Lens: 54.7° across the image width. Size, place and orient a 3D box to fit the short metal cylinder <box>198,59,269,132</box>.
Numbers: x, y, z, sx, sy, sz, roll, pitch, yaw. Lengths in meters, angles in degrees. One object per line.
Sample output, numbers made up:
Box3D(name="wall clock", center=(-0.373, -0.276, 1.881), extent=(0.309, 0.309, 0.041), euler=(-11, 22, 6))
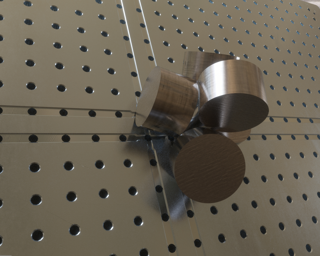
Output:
Box3D(name="short metal cylinder", center=(0.087, -0.037, 0.376), extent=(0.081, 0.080, 0.050), euler=(16, 55, -19))

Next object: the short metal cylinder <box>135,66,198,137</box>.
Box3D(name="short metal cylinder", center=(0.007, -0.033, 0.396), extent=(0.050, 0.080, 0.080), euler=(17, 55, -18))

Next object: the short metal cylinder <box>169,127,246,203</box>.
Box3D(name="short metal cylinder", center=(0.054, 0.042, 0.368), extent=(0.081, 0.050, 0.079), euler=(-1, 98, -5))

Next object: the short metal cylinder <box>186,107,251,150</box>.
Box3D(name="short metal cylinder", center=(0.079, -0.004, 0.435), extent=(0.081, 0.050, 0.080), euler=(13, 55, -20))

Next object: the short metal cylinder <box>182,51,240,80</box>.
Box3D(name="short metal cylinder", center=(0.072, -0.081, 0.452), extent=(0.081, 0.080, 0.050), euler=(2, 101, -27))
